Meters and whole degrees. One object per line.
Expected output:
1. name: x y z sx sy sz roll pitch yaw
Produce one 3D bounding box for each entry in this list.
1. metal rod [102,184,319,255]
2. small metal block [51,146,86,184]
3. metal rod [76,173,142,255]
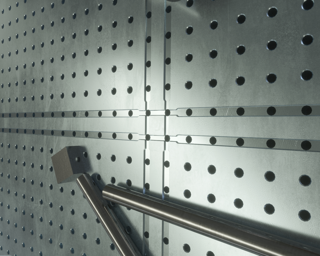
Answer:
1. metal rod: 0.038 0.111 0.376 0.300 0.025 0.025 7 95 39
2. small metal block: -0.160 0.064 0.538 0.050 0.025 0.050 -31 71 35
3. metal rod: -0.040 0.183 0.440 0.300 0.025 0.025 49 119 28
